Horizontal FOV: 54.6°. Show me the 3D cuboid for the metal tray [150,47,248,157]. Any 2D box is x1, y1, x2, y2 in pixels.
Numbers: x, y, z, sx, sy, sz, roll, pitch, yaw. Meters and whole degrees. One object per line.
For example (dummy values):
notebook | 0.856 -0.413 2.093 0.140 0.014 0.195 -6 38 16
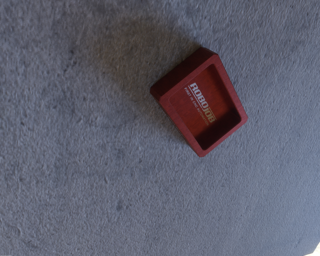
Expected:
metal tray | 0.057 -0.030 0.415 0.090 0.030 0.130 -39 129 -2
